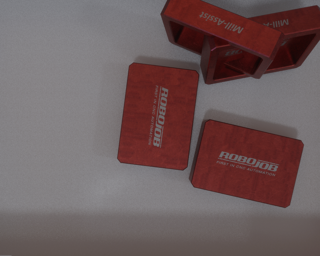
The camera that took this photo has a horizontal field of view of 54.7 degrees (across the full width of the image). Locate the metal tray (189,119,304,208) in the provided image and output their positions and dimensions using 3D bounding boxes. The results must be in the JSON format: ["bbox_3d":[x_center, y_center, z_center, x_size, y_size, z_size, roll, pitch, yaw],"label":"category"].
[{"bbox_3d":[0.112,0.046,0.410,0.131,0.030,0.089,13,90,-1],"label":"metal tray"}]

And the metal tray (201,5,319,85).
[{"bbox_3d":[0.119,-0.097,0.378,0.131,0.090,0.030,-11,71,-1],"label":"metal tray"}]

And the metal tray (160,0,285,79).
[{"bbox_3d":[0.070,-0.107,0.369,0.130,0.090,0.030,25,89,9],"label":"metal tray"}]

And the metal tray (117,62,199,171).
[{"bbox_3d":[-0.002,-0.015,0.409,0.091,0.030,0.129,7,90,-1],"label":"metal tray"}]
